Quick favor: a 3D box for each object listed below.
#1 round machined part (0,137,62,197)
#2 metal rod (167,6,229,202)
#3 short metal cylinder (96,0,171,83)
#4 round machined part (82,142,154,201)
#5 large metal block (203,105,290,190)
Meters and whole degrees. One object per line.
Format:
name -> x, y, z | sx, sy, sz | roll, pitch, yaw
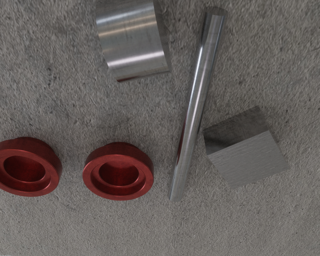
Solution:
round machined part -> -0.188, 0.051, 0.437 | 0.099, 0.042, 0.097 | 0, 130, 0
metal rod -> 0.040, -0.004, 0.404 | 0.025, 0.025, 0.298 | 5, 130, -4
short metal cylinder -> -0.022, -0.087, 0.297 | 0.050, 0.080, 0.080 | -11, 129, 9
round machined part -> -0.058, 0.058, 0.445 | 0.099, 0.042, 0.097 | 0, 130, 0
large metal block -> 0.114, 0.028, 0.416 | 0.080, 0.050, 0.080 | -26, 126, 20
